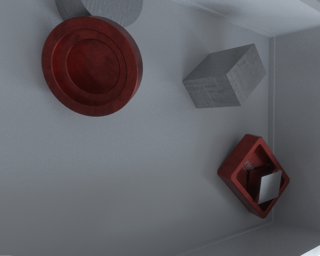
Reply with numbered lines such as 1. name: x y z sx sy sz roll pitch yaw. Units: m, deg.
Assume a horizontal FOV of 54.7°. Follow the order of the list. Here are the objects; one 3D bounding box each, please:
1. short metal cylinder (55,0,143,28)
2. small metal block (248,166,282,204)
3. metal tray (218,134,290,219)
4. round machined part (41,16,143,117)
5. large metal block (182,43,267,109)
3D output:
1. short metal cylinder: -0.066 -0.143 0.336 0.081 0.050 0.079 0 90 -40
2. small metal block: 0.179 0.096 0.529 0.050 0.025 0.050 -9 110 -31
3. metal tray: 0.165 0.084 0.532 0.090 0.030 0.130 -50 120 -14
4. round machined part: -0.065 -0.064 0.318 0.042 0.098 0.098 -65 137 -66
5. large metal block: 0.094 -0.074 0.452 0.080 0.080 0.050 -47 119 -30
